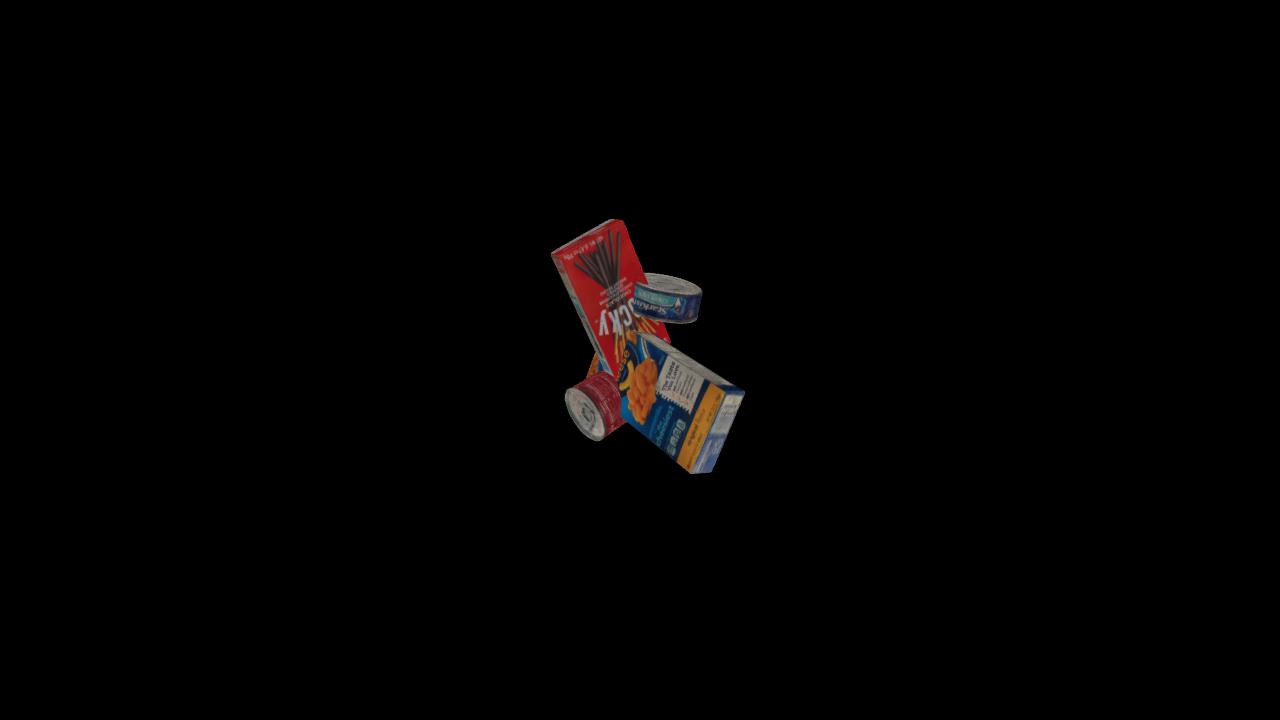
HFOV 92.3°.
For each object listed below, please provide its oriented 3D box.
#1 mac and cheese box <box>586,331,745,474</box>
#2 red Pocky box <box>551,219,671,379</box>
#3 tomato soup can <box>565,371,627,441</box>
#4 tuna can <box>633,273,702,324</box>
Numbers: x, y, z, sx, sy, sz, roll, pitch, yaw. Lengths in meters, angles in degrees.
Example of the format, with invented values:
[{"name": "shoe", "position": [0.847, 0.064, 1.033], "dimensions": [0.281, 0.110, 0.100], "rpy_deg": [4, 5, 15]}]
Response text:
[{"name": "mac and cheese box", "position": [0.018, 0.031, 0.648], "dimensions": [0.041, 0.093, 0.184], "rpy_deg": [3, 23, -45]}, {"name": "red Pocky box", "position": [-0.027, -0.063, 0.655], "dimensions": [0.083, 0.155, 0.028], "rpy_deg": [-36, 30, -22]}, {"name": "tomato soup can", "position": [-0.025, 0.037, 0.696], "dimensions": [0.101, 0.068, 0.068], "rpy_deg": [-32, 19, -32]}, {"name": "tuna can", "position": [0.026, -0.069, 0.677], "dimensions": [0.084, 0.034, 0.084], "rpy_deg": [10, 21, -4]}]
